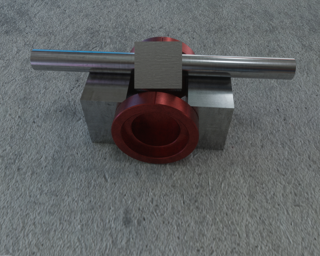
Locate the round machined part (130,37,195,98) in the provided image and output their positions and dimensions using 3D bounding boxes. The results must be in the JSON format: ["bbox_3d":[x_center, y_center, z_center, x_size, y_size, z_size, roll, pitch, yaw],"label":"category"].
[{"bbox_3d":[0.002,-0.069,0.415,0.099,0.097,0.042,3,51,2],"label":"round machined part"}]

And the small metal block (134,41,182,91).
[{"bbox_3d":[-0.001,-0.067,0.339,0.050,0.025,0.050,0,90,2],"label":"small metal block"}]

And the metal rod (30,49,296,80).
[{"bbox_3d":[0.002,-0.075,0.364,0.302,0.025,0.025,2,50,2],"label":"metal rod"}]

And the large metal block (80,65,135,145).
[{"bbox_3d":[-0.060,-0.035,0.398,0.050,0.080,0.080,3,50,3],"label":"large metal block"}]

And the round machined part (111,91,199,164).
[{"bbox_3d":[-0.004,-0.005,0.361,0.099,0.097,0.042,4,45,3],"label":"round machined part"}]

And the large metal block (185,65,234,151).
[{"bbox_3d":[0.058,-0.028,0.393,0.050,0.080,0.080,3,50,2],"label":"large metal block"}]
